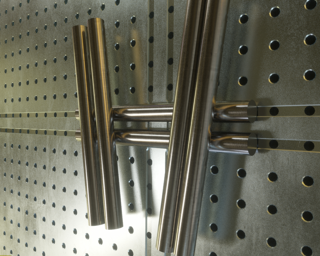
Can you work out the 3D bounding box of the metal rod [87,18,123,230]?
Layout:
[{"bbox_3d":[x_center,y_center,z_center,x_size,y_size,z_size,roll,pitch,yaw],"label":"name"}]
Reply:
[{"bbox_3d":[-0.079,-0.009,0.444,0.025,0.025,0.299,-10,84,39],"label":"metal rod"}]

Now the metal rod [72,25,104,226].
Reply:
[{"bbox_3d":[-0.108,-0.007,0.468,0.025,0.025,0.299,-10,83,39],"label":"metal rod"}]

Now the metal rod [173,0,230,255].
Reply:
[{"bbox_3d":[0.045,-0.004,0.341,0.025,0.025,0.298,12,98,39],"label":"metal rod"}]

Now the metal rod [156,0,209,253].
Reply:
[{"bbox_3d":[0.025,-0.003,0.358,0.025,0.025,0.298,12,98,39],"label":"metal rod"}]

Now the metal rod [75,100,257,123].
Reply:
[{"bbox_3d":[-0.017,-0.021,0.425,0.300,0.025,0.025,1,91,40],"label":"metal rod"}]

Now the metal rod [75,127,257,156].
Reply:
[{"bbox_3d":[-0.017,0.014,0.425,0.300,0.025,0.025,1,91,40],"label":"metal rod"}]
